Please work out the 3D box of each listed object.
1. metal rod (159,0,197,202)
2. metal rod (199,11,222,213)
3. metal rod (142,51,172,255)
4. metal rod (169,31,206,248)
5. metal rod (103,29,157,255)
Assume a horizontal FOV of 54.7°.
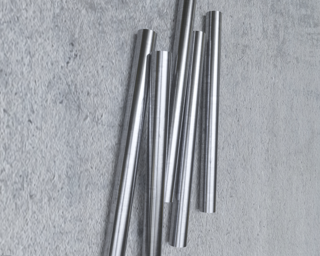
[{"bbox_3d":[0.023,-0.052,0.423,0.025,0.025,0.298,12,83,-40],"label":"metal rod"},{"bbox_3d":[0.076,-0.025,0.468,0.025,0.025,0.298,4,88,-40],"label":"metal rod"},{"bbox_3d":[-0.005,0.058,0.383,0.025,0.025,0.298,-1,96,-40],"label":"metal rod"},{"bbox_3d":[0.039,0.012,0.437,0.025,0.025,0.298,10,84,-40],"label":"metal rod"},{"bbox_3d":[-0.036,0.027,0.373,0.025,0.025,0.298,13,82,-39],"label":"metal rod"}]
